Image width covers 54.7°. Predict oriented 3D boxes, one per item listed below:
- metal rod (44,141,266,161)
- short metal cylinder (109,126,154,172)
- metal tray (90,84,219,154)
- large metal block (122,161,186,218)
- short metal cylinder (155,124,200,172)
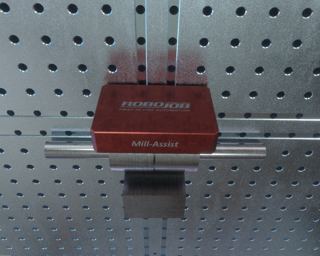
[{"bbox_3d":[-0.006,0.032,0.434,0.302,0.025,0.025,1,130,-1],"label":"metal rod"},{"bbox_3d":[-0.033,0.014,0.384,0.050,0.080,0.079,0,130,-1],"label":"short metal cylinder"},{"bbox_3d":[-0.005,-0.012,0.353,0.131,0.090,0.030,1,130,-1],"label":"metal tray"},{"bbox_3d":[-0.008,0.078,0.437,0.081,0.080,0.050,1,130,-1],"label":"large metal block"},{"bbox_3d":[0.020,0.014,0.384,0.050,0.080,0.079,1,130,-1],"label":"short metal cylinder"}]
